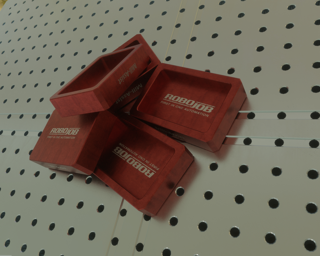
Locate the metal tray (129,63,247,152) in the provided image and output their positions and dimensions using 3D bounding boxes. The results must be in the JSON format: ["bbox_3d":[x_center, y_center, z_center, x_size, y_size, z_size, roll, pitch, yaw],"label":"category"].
[{"bbox_3d":[0.034,-0.032,0.406,0.130,0.030,0.090,20,73,35],"label":"metal tray"}]

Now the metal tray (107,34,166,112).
[{"bbox_3d":[-0.063,-0.081,0.488,0.130,0.030,0.090,-34,50,5],"label":"metal tray"}]

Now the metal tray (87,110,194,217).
[{"bbox_3d":[-0.034,0.039,0.398,0.130,0.030,0.090,28,78,37],"label":"metal tray"}]

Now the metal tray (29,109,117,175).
[{"bbox_3d":[-0.127,0.014,0.442,0.130,0.030,0.090,-1,61,44],"label":"metal tray"}]

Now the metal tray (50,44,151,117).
[{"bbox_3d":[-0.080,-0.069,0.435,0.090,0.030,0.130,-6,35,34],"label":"metal tray"}]
